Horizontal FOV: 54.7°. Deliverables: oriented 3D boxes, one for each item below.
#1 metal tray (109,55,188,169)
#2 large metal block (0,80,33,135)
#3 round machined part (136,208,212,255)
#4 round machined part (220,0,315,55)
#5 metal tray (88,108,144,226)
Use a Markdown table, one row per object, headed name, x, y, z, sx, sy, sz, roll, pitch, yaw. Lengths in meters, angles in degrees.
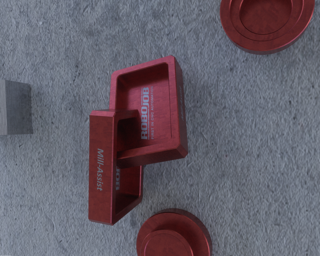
| name | x | y | z | sx | sy | sz | roll | pitch | yaw |
| --- | --- | --- | --- | --- | --- | --- | --- | --- | --- |
| metal tray | -0.016 | -0.021 | 0.381 | 0.090 | 0.030 | 0.130 | -12 | 59 | 18 |
| large metal block | -0.251 | -0.028 | 0.482 | 0.080 | 0.050 | 0.079 | -3 | 89 | 19 |
| round machined part | 0.014 | 0.156 | 0.394 | 0.098 | 0.042 | 0.097 | 0 | 90 | 19 |
| round machined part | 0.122 | -0.133 | 0.357 | 0.098 | 0.042 | 0.097 | 0 | 90 | 19 |
| metal tray | -0.051 | 0.041 | 0.384 | 0.030 | 0.090 | 0.129 | 5 | 97 | 19 |
